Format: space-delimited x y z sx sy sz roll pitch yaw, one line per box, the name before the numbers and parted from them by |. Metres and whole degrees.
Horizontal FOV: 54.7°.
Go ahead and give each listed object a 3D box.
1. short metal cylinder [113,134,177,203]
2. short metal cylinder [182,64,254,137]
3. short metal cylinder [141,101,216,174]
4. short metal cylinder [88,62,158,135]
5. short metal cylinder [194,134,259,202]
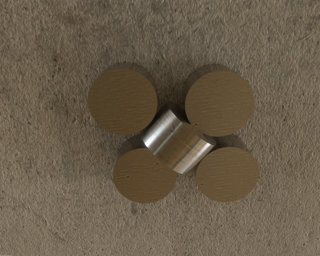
short metal cylinder | -0.019 0.053 0.416 0.081 0.050 0.079 0 110 -1
short metal cylinder | 0.069 -0.035 0.384 0.081 0.050 0.079 0 110 -1
short metal cylinder | 0.023 0.011 0.386 0.080 0.080 0.050 38 106 -13
short metal cylinder | -0.043 -0.038 0.382 0.081 0.050 0.079 0 110 -1
short metal cylinder | 0.086 0.052 0.417 0.081 0.050 0.079 0 110 -1
